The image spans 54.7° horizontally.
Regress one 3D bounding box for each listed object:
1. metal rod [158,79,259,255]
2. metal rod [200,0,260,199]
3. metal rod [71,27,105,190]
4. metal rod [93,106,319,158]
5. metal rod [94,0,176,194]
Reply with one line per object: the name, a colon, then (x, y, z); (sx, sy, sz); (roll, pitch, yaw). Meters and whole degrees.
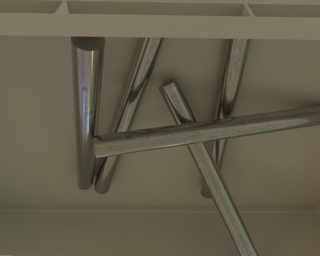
metal rod: (0.074, 0.075, 0.410); (0.025, 0.025, 0.299); (-22, 108, 17)
metal rod: (0.081, -0.011, 0.400); (0.025, 0.025, 0.298); (1, 130, -1)
metal rod: (-0.085, 0.009, 0.357); (0.025, 0.025, 0.298); (10, 148, -8)
metal rod: (0.076, 0.001, 0.366); (0.302, 0.025, 0.025); (-8, 131, -11)
metal rod: (-0.044, -0.014, 0.396); (0.025, 0.025, 0.298); (14, 129, -12)
